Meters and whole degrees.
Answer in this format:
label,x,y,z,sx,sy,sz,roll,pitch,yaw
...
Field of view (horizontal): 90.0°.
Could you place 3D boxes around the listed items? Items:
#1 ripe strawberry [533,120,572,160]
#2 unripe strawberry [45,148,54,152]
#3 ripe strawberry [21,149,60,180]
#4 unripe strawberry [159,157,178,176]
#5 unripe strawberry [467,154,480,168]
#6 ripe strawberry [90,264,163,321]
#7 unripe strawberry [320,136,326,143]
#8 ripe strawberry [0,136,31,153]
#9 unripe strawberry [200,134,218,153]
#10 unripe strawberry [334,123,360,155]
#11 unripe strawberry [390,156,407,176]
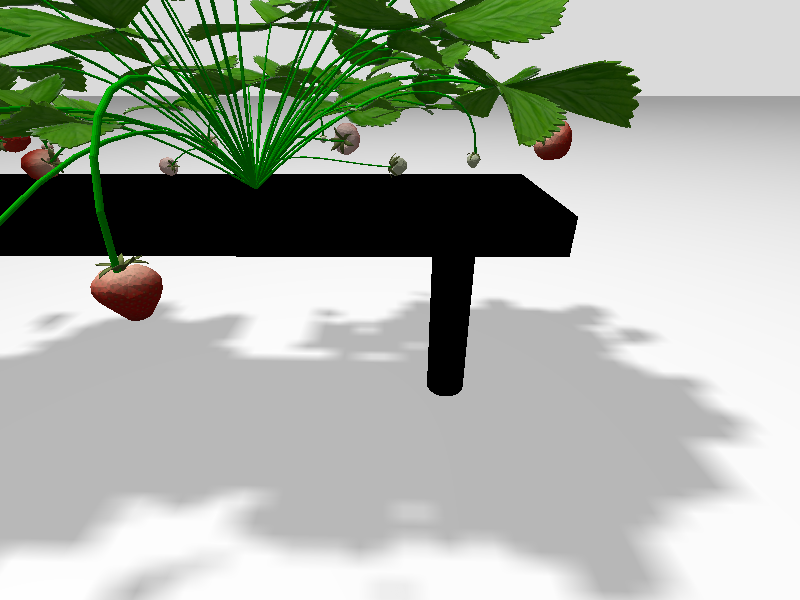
label,x,y,z,sx,sy,sz,roll,pitch,yaw
ripe strawberry,0.175,-0.178,0.453,0.041,0.043,0.038,34,8,-36
unripe strawberry,-0.408,-0.171,0.465,0.010,0.010,0.009,-22,35,-34
ripe strawberry,-0.333,-0.125,0.370,0.030,0.026,0.030,-4,27,12
unripe strawberry,-0.228,-0.131,0.393,0.017,0.017,0.016,2,26,32
unripe strawberry,0.068,-0.129,0.371,0.011,0.013,0.013,-5,29,-10
ripe strawberry,-0.097,-0.002,0.145,0.021,0.021,0.018,-3,29,-6
unripe strawberry,-0.108,-0.226,0.564,0.009,0.010,0.010,2,29,3
ripe strawberry,-0.498,-0.208,0.517,0.035,0.031,0.032,10,30,18
unripe strawberry,-0.242,-0.196,0.506,0.020,0.023,0.022,-17,-3,-28
unripe strawberry,-0.064,-0.202,0.500,0.033,0.038,0.036,9,29,16
unripe strawberry,-0.001,-0.130,0.389,0.017,0.018,0.016,-11,31,-21
